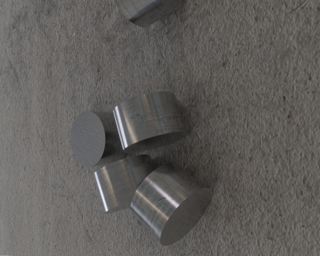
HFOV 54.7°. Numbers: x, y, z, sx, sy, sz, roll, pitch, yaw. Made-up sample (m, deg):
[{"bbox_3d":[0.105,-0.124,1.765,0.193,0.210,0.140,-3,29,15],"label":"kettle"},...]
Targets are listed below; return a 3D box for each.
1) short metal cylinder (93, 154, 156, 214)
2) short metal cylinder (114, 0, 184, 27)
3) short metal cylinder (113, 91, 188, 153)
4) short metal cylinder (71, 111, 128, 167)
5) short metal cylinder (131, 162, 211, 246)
[{"bbox_3d":[-0.041,0.073,0.403,0.080,0.081,0.050,-33,69,35],"label":"short metal cylinder"},{"bbox_3d":[-0.015,-0.173,0.382,0.050,0.081,0.080,-17,79,39],"label":"short metal cylinder"},{"bbox_3d":[-0.012,-0.005,0.379,0.080,0.081,0.050,-26,74,37],"label":"short metal cylinder"},{"bbox_3d":[-0.088,0.015,0.462,0.080,0.050,0.080,0,90,40],"label":"short metal cylinder"},{"bbox_3d":[0.013,0.087,0.358,0.050,0.081,0.079,37,113,34],"label":"short metal cylinder"}]
